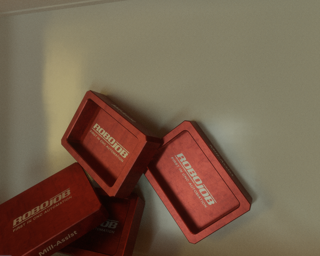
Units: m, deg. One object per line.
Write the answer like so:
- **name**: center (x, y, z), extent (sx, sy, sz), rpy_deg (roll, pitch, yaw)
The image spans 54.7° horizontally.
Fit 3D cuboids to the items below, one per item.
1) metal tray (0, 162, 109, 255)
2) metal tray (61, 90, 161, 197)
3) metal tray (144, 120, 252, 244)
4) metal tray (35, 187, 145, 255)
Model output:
- **metal tray**: center (-0.142, 0.110, 0.393), extent (0.131, 0.030, 0.090), rpy_deg (-30, 46, -13)
- **metal tray**: center (-0.070, 0.018, 0.413), extent (0.130, 0.030, 0.090), rpy_deg (37, 102, 33)
- **metal tray**: center (0.041, 0.066, 0.392), extent (0.090, 0.030, 0.130), rpy_deg (-38, 78, 16)
- **metal tray**: center (-0.094, 0.127, 0.418), extent (0.130, 0.030, 0.090), rpy_deg (4, 60, 20)
